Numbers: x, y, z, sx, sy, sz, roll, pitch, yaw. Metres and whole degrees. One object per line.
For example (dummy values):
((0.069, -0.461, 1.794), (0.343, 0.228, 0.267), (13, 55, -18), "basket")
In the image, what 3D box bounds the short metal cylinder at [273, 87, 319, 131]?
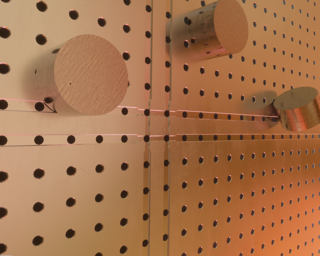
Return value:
((0.267, -0.037, 0.597), (0.080, 0.080, 0.050), (-44, 117, -31), "short metal cylinder")

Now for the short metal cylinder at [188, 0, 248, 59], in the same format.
((0.088, -0.148, 0.466), (0.081, 0.050, 0.079), (0, 90, -40), "short metal cylinder")

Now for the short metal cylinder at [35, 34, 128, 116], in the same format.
((-0.081, -0.052, 0.325), (0.081, 0.050, 0.079), (0, 90, -40), "short metal cylinder")
